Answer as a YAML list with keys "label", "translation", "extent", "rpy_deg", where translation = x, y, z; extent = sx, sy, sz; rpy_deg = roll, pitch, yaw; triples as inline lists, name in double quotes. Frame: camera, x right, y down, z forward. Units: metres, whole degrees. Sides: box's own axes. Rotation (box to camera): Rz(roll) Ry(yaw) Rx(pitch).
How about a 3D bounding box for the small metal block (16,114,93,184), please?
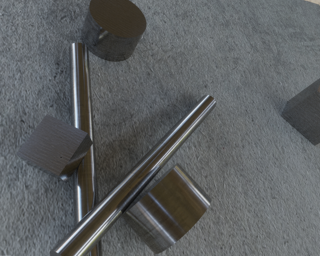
- label: "small metal block"
  translation: [-0.106, 0.021, 0.316]
  extent: [0.050, 0.025, 0.050]
  rpy_deg: [24, 66, 12]

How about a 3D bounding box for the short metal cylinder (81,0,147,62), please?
- label: "short metal cylinder"
  translation: [-0.066, -0.141, 0.438]
  extent: [0.081, 0.050, 0.080]
  rpy_deg: [14, 56, -21]

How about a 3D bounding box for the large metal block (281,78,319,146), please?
- label: "large metal block"
  translation: [0.273, -0.028, 0.532]
  extent: [0.080, 0.080, 0.050]
  rpy_deg: [41, 51, 0]

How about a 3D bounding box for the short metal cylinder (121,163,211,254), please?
- label: "short metal cylinder"
  translation: [0.006, 0.082, 0.322]
  extent: [0.050, 0.080, 0.080]
  rpy_deg: [47, 51, 4]

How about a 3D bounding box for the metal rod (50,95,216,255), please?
- label: "metal rod"
  translation: [-0.004, 0.036, 0.360]
  extent: [0.025, 0.025, 0.302]
  rpy_deg: [44, 45, 2]

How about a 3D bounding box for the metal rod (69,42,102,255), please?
- label: "metal rod"
  translation: [-0.084, 0.027, 0.341]
  extent: [0.025, 0.025, 0.299]
  rpy_deg: [4, 60, -26]
